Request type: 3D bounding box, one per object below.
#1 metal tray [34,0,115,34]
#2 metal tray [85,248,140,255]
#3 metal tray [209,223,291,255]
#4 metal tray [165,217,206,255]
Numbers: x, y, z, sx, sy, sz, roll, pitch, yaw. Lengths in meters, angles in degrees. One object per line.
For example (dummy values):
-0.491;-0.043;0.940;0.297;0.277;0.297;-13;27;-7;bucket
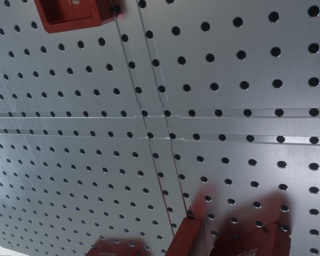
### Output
-0.112;-0.181;0.355;0.090;0.030;0.129;2;119;27;metal tray
-0.086;0.291;0.634;0.130;0.030;0.090;-14;112;33;metal tray
0.113;0.193;0.428;0.030;0.090;0.129;45;129;-3;metal tray
0.043;0.217;0.481;0.030;0.090;0.129;6;121;26;metal tray
